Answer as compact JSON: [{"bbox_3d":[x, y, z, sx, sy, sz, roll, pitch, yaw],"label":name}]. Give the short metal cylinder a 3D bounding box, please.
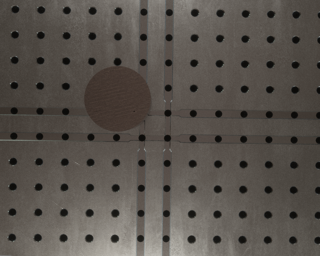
[{"bbox_3d":[-0.052,-0.036,0.400,0.081,0.050,0.079,0,90,-1],"label":"short metal cylinder"}]
